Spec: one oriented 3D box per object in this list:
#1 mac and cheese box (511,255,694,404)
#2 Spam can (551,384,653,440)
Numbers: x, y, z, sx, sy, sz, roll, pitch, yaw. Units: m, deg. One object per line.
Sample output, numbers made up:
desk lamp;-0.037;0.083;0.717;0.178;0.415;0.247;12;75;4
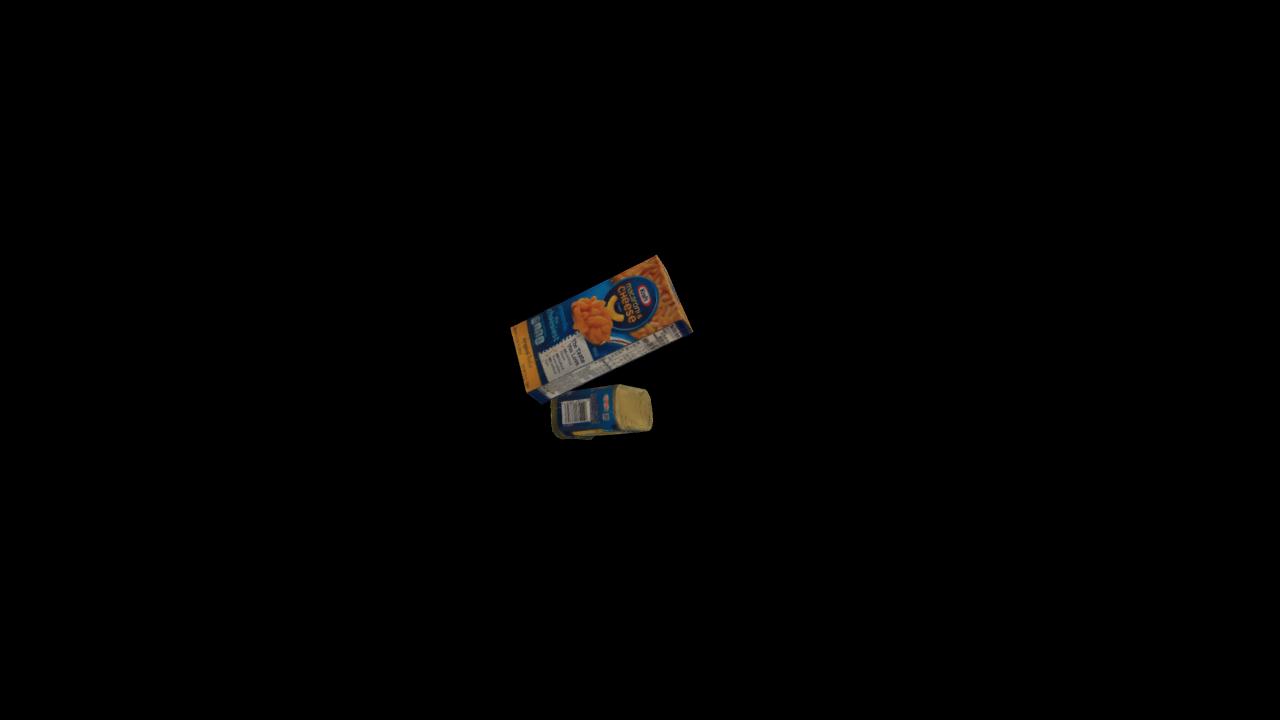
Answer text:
mac and cheese box;-0.045;-0.032;0.663;0.184;0.093;0.041;-26;-33;9
Spam can;-0.043;0.062;0.729;0.085;0.058;0.101;-8;-10;25
